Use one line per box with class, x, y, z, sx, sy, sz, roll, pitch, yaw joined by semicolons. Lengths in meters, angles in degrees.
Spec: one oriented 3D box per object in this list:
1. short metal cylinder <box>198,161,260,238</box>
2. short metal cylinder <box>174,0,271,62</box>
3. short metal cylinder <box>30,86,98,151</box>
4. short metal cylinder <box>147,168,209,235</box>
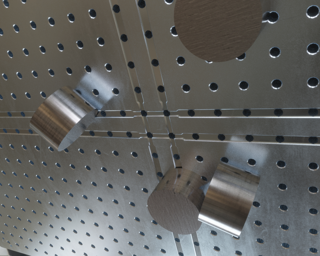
short metal cylinder;0.086;0.087;0.384;0.050;0.080;0.079;20;126;16
short metal cylinder;0.060;-0.109;0.296;0.080;0.050;0.079;13;124;21
short metal cylinder;-0.134;-0.013;0.438;0.050;0.080;0.080;41;129;0
short metal cylinder;0.029;0.105;0.445;0.080;0.050;0.079;13;124;21
